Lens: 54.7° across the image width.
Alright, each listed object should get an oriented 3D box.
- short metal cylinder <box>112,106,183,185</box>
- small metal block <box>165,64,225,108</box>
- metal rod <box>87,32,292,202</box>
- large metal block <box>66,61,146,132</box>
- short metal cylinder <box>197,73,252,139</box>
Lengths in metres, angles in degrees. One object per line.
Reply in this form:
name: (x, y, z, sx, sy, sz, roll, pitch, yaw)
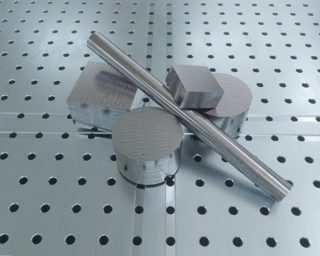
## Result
short metal cylinder: (-0.014, 0.020, 0.369, 0.081, 0.050, 0.080, 0, 50, 0)
small metal block: (0.041, -0.050, 0.371, 0.050, 0.025, 0.050, -2, 47, -25)
metal rod: (0.026, -0.021, 0.375, 0.300, 0.025, 0.025, 40, 60, 12)
large metal block: (-0.068, -0.042, 0.419, 0.080, 0.050, 0.080, 9, 51, 7)
short metal cylinder: (0.076, -0.028, 0.411, 0.081, 0.050, 0.080, 0, 50, 0)
